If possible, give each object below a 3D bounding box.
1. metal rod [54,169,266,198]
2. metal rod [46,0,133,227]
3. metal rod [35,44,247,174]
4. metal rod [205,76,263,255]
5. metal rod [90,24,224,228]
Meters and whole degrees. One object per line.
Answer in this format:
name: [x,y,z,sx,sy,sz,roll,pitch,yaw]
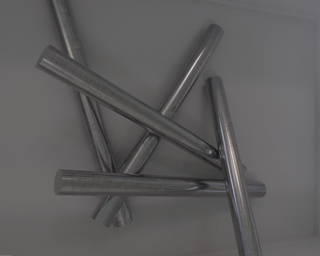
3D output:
metal rod: [0.026,0.073,0.383,0.302,0.025,0.025,9,87,-34]
metal rod: [-0.086,-0.023,0.378,0.025,0.025,0.298,-17,96,-19]
metal rod: [0.003,-0.002,0.364,0.301,0.025,0.025,30,80,-32]
metal rod: [0.092,0.067,0.376,0.025,0.025,0.299,4,63,-20]
metal rod: [0.005,-0.016,0.396,0.025,0.025,0.300,36,73,-17]
